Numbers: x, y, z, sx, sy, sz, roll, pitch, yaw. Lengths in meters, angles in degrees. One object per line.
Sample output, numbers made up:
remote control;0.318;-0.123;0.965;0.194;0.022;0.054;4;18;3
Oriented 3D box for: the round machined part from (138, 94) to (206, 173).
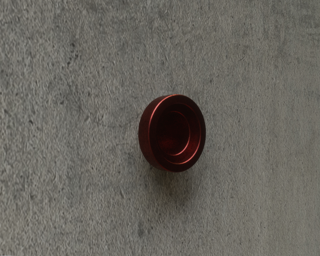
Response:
round machined part;0.011;0.007;0.402;0.099;0.042;0.097;0;90;-40
